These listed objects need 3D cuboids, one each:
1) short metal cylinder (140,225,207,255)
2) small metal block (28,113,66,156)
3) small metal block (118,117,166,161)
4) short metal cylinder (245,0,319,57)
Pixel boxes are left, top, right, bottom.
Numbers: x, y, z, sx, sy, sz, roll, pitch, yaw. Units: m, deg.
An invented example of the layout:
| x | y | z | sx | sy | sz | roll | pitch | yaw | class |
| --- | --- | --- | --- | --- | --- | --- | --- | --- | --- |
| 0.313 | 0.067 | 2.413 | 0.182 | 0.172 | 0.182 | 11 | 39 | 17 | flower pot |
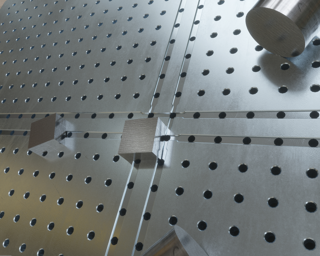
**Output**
| x | y | z | sx | sy | sz | roll | pitch | yaw | class |
| --- | --- | --- | --- | --- | --- | --- | --- | --- | --- |
| 0.021 | 0.136 | 0.279 | 0.050 | 0.080 | 0.080 | -42 | 51 | 0 | short metal cylinder |
| -0.180 | 0.010 | 0.497 | 0.050 | 0.025 | 0.050 | -20 | 54 | 16 | small metal block |
| -0.023 | 0.015 | 0.411 | 0.050 | 0.025 | 0.050 | -5 | 59 | 25 | small metal block |
| 0.152 | -0.132 | 0.374 | 0.080 | 0.080 | 0.050 | 34 | 81 | 38 | short metal cylinder |
